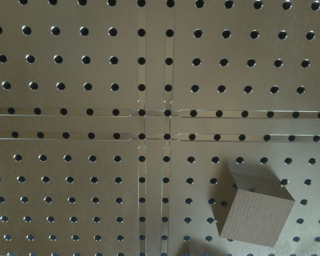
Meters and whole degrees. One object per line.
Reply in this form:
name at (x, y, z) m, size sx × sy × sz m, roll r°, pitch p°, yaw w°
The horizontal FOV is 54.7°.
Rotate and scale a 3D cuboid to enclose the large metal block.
large metal block at (0.132, 0.116, 0.445) m, size 0.081 × 0.050 × 0.079 m, roll 13°, pitch 110°, yaw -5°
